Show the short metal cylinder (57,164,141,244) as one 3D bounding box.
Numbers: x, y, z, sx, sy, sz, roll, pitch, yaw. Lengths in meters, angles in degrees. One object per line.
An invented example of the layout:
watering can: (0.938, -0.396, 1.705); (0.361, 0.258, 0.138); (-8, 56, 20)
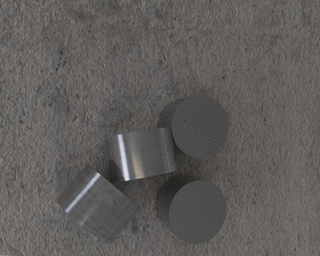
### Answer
short metal cylinder: (-0.069, 0.085, 0.354); (0.080, 0.080, 0.050); (43, 77, -15)

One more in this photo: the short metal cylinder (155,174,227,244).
short metal cylinder: (0.040, 0.105, 0.411); (0.081, 0.050, 0.080); (0, 90, -20)

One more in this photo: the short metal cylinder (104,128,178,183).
short metal cylinder: (-0.023, 0.032, 0.368); (0.081, 0.080, 0.050); (-8, 84, -20)

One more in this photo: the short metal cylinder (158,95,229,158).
short metal cylinder: (0.043, -0.002, 0.411); (0.081, 0.050, 0.080); (0, 90, -20)
